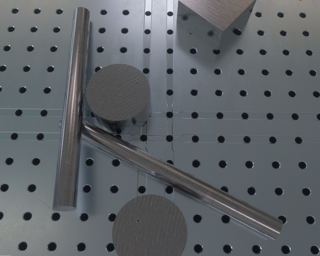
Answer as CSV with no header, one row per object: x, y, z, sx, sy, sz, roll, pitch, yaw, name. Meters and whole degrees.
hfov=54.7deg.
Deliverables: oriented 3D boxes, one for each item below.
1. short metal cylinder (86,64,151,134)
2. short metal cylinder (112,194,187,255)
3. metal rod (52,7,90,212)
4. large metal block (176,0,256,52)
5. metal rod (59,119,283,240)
-0.052,-0.038,0.412,0.081,0.050,0.080,0,70,0,short metal cylinder
-0.011,0.120,0.355,0.081,0.050,0.080,0,70,0,short metal cylinder
-0.111,-0.044,0.405,0.025,0.025,0.299,-3,62,-1,metal rod
0.083,-0.176,0.463,0.080,0.050,0.080,40,75,13,large metal block
0.006,0.056,0.391,0.301,0.025,0.025,26,72,9,metal rod
